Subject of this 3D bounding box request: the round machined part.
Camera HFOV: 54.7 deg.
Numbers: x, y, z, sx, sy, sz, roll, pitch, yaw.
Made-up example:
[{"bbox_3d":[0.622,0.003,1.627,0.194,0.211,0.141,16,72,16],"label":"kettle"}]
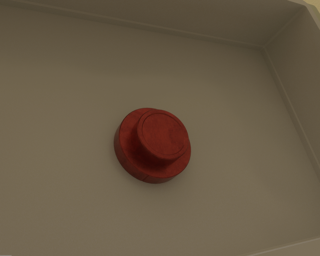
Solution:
[{"bbox_3d":[-0.004,0.016,0.384,0.099,0.042,0.098,14,56,-21],"label":"round machined part"}]
